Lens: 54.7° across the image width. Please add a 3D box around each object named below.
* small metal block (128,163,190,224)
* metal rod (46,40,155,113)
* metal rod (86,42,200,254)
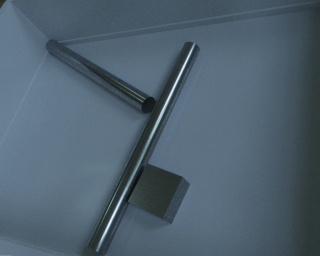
[{"bbox_3d":[-0.001,0.075,0.359,0.050,0.025,0.050,16,70,34],"label":"small metal block"},{"bbox_3d":[-0.115,-0.098,0.523,0.300,0.025,0.025,33,80,38],"label":"metal rod"},{"bbox_3d":[-0.013,0.011,0.404,0.025,0.025,0.300,13,68,33],"label":"metal rod"}]
